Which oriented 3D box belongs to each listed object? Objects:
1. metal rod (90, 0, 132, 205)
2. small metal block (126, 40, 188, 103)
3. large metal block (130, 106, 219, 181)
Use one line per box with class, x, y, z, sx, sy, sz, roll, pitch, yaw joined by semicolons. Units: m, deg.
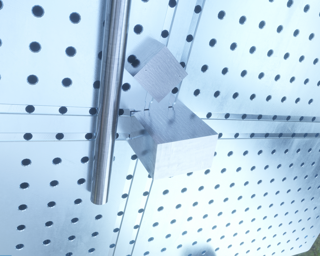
metal rod;-0.059;-0.033;0.359;0.025;0.025;0.298;-4;121;-27
small metal block;-0.003;-0.067;0.370;0.050;0.025;0.050;-44;130;2
large metal block;0.014;0.015;0.394;0.081;0.080;0.050;-8;122;-25
